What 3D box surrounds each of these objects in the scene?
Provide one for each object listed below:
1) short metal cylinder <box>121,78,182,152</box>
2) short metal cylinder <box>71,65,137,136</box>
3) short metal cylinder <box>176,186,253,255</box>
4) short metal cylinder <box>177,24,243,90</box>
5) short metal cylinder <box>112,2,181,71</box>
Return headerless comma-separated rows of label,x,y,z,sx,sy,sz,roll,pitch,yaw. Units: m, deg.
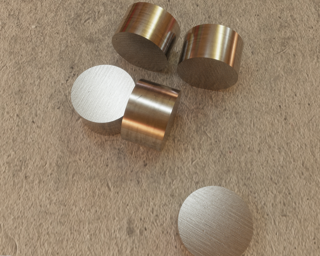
short metal cylinder,-0.010,-0.016,0.384,0.050,0.080,0.080,18,71,6
short metal cylinder,-0.070,-0.035,0.407,0.081,0.050,0.080,0,70,0
short metal cylinder,0.060,0.110,0.355,0.081,0.050,0.080,0,70,0
short metal cylinder,0.067,-0.092,0.413,0.080,0.080,0.050,12,71,4
short metal cylinder,-0.018,-0.123,0.424,0.080,0.080,0.050,20,72,7
